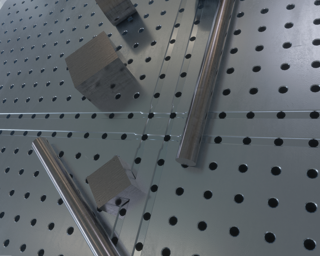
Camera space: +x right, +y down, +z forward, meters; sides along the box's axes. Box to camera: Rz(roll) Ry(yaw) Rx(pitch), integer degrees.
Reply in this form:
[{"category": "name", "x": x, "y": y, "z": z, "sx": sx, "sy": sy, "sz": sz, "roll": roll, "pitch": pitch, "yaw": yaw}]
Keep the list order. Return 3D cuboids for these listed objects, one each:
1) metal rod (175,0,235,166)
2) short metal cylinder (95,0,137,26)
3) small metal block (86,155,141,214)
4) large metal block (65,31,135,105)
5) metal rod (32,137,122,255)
[{"category": "metal rod", "x": 0.071, "y": -0.091, "z": 0.426, "sx": 0.025, "sy": 0.025, "sz": 0.300, "roll": 3, "pitch": 63, "yaw": 29}, {"category": "short metal cylinder", "x": -0.085, "y": -0.233, "z": 0.561, "sx": 0.050, "sy": 0.080, "sz": 0.080, "roll": -32, "pitch": 52, "yaw": 8}, {"category": "small metal block", "x": -0.060, "y": 0.072, "z": 0.396, "sx": 0.050, "sy": 0.025, "sz": 0.050, "roll": -37, "pitch": 51, "yaw": 3}, {"category": "large metal block", "x": -0.099, "y": -0.098, "z": 0.505, "sx": 0.080, "sy": 0.050, "sz": 0.080, "roll": -34, "pitch": 51, "yaw": 6}, {"category": "metal rod", "x": -0.104, "y": 0.103, "z": 0.399, "sx": 0.025, "sy": 0.025, "sz": 0.300, "roll": -45, "pitch": 51, "yaw": -3}]
